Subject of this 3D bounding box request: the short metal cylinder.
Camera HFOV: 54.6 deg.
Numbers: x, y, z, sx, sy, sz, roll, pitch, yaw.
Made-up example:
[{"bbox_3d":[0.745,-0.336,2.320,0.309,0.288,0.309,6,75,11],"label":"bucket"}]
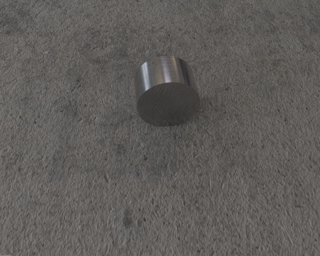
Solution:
[{"bbox_3d":[0.008,-0.047,0.407,0.080,0.080,0.050,-5,50,-4],"label":"short metal cylinder"}]
